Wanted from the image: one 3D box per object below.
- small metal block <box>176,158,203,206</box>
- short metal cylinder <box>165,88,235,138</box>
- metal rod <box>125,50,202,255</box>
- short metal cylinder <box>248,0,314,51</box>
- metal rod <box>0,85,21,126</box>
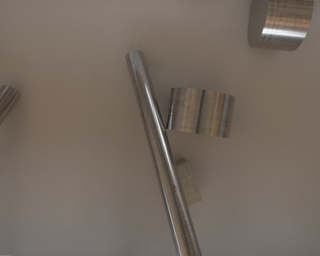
[{"bbox_3d":[0.031,0.069,0.399,0.025,0.050,0.050,-20,90,0],"label":"small metal block"},{"bbox_3d":[0.049,-0.018,0.385,0.081,0.080,0.050,9,90,-1],"label":"short metal cylinder"},{"bbox_3d":[0.004,0.038,0.358,0.025,0.025,0.299,-16,68,0],"label":"metal rod"},{"bbox_3d":[0.146,-0.138,0.386,0.050,0.080,0.079,5,90,-1],"label":"short metal cylinder"},{"bbox_3d":[-0.247,0.075,0.343,0.025,0.025,0.300,22,63,0],"label":"metal rod"}]
